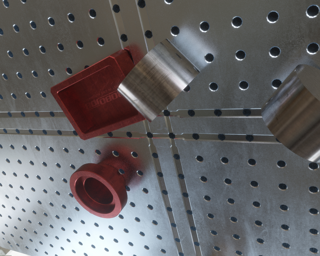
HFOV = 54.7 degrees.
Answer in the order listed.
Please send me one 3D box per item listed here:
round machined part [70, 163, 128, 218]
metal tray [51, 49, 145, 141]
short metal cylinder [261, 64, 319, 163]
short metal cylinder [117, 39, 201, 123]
[{"bbox_3d":[-0.096,0.098,0.512,0.098,0.042,0.097,13,124,21],"label":"round machined part"},{"bbox_3d":[-0.080,-0.040,0.424,0.130,0.030,0.090,-18,109,35],"label":"metal tray"},{"bbox_3d":[0.144,-0.015,0.290,0.080,0.080,0.050,35,129,5],"label":"short metal cylinder"},{"bbox_3d":[-0.001,-0.052,0.344,0.050,0.080,0.080,44,129,-3],"label":"short metal cylinder"}]
